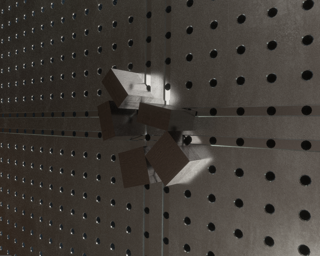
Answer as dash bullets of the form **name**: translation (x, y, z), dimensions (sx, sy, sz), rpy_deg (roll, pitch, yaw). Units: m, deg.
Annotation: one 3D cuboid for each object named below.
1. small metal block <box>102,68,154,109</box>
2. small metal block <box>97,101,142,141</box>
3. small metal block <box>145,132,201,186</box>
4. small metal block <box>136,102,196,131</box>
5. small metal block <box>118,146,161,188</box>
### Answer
- **small metal block**: translation (-0.044, -0.053, 0.427), dimensions (0.025, 0.050, 0.050), rpy_deg (-49, 62, 29)
- **small metal block**: translation (-0.057, -0.010, 0.438), dimensions (0.025, 0.050, 0.050), rpy_deg (-20, 78, 38)
- **small metal block**: translation (0.016, 0.038, 0.395), dimensions (0.050, 0.025, 0.050), rpy_deg (-50, 61, 27)
- **small metal block**: translation (0.008, -0.014, 0.385), dimensions (0.050, 0.050, 0.025), rpy_deg (16, 101, 38)
- **small metal block**: translation (-0.028, 0.054, 0.431), dimensions (0.050, 0.025, 0.050), rpy_deg (-18, 79, 38)
